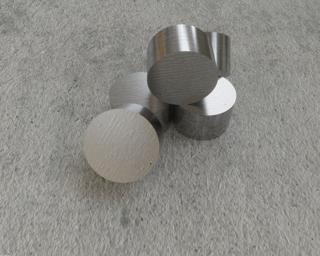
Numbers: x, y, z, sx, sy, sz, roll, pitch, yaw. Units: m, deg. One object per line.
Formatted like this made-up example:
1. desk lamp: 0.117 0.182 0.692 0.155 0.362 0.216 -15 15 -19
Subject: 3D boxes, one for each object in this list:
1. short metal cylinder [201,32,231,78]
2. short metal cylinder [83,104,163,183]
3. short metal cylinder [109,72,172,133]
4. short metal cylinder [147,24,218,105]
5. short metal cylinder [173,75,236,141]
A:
1. short metal cylinder: 0.060 -0.100 0.445 0.081 0.080 0.050 0 88 0
2. short metal cylinder: -0.038 0.015 0.347 0.080 0.079 0.050 6 11 4
3. short metal cylinder: -0.024 -0.029 0.412 0.081 0.050 0.080 0 50 0
4. short metal cylinder: 0.025 -0.073 0.366 0.081 0.080 0.050 -1 50 -1
5. short metal cylinder: 0.057 -0.030 0.413 0.081 0.050 0.080 0 50 0
